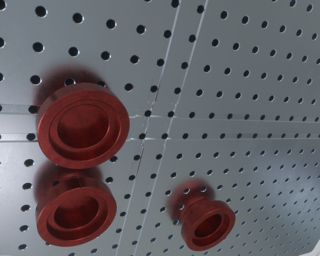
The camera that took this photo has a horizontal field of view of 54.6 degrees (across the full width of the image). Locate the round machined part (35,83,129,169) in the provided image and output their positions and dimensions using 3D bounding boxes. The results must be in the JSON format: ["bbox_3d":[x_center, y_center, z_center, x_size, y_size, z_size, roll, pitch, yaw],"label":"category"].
[{"bbox_3d":[-0.088,-0.006,0.348,0.099,0.042,0.097,-14,124,-21],"label":"round machined part"}]

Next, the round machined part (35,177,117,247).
[{"bbox_3d":[-0.110,0.103,0.403,0.099,0.042,0.097,-14,124,-21],"label":"round machined part"}]

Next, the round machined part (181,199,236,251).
[{"bbox_3d":[0.080,0.165,0.545,0.099,0.042,0.097,-14,124,-21],"label":"round machined part"}]
